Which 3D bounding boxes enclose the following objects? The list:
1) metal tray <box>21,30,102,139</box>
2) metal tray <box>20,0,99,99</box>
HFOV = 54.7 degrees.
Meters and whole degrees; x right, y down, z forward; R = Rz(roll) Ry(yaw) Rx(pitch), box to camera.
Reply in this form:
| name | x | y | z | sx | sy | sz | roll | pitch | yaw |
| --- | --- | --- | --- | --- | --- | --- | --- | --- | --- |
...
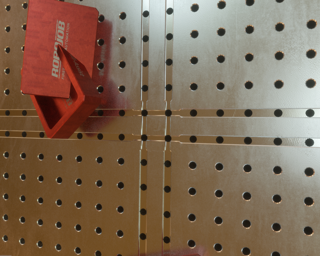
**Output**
| name | x | y | z | sx | sy | sz | roll | pitch | yaw |
| --- | --- | --- | --- | --- | --- | --- | --- | --- | --- |
| metal tray | -0.143 | -0.060 | 0.436 | 0.090 | 0.030 | 0.130 | -42 | 65 | 26 |
| metal tray | -0.138 | -0.107 | 0.433 | 0.091 | 0.030 | 0.129 | 6 | 92 | -15 |
